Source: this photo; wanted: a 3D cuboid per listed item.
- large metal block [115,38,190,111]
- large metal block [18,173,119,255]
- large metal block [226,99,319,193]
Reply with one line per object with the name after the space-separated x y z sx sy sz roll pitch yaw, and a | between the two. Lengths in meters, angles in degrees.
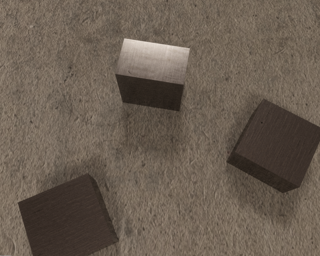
-0.008 -0.066 0.403 0.080 0.080 0.050 9 71 3 | large metal block
-0.102 0.109 0.354 0.080 0.050 0.080 -23 72 -8 | large metal block
0.142 0.023 0.388 0.080 0.050 0.080 29 72 10 | large metal block
